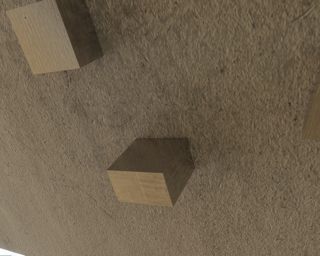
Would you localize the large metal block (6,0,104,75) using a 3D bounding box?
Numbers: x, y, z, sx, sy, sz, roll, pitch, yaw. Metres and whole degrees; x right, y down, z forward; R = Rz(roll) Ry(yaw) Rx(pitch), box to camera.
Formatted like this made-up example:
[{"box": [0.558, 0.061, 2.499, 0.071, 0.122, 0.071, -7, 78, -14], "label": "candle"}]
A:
[{"box": [-0.129, -0.117, 0.386, 0.080, 0.050, 0.080, -1, 118, 28], "label": "large metal block"}]

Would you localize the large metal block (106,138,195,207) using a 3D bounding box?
[{"box": [-0.009, 0.055, 0.410, 0.080, 0.080, 0.050, -2, 118, 29], "label": "large metal block"}]

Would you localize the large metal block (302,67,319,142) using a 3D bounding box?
[{"box": [0.182, -0.027, 0.278, 0.080, 0.050, 0.079, 15, 125, 19], "label": "large metal block"}]
